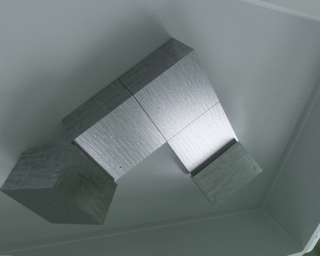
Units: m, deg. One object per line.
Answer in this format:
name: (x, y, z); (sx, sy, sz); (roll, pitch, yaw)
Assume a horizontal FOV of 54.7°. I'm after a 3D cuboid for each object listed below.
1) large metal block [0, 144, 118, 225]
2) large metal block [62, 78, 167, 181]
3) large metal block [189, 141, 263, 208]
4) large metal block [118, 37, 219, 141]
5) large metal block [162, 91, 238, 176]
large metal block: (-0.109, 0.066, 0.343); (0.080, 0.050, 0.080); (-8, 137, 29)
large metal block: (-0.052, 0.004, 0.364); (0.080, 0.050, 0.080); (-38, 129, -3)
large metal block: (0.092, 0.067, 0.454); (0.080, 0.050, 0.080); (-38, 173, -3)
large metal block: (0.012, -0.045, 0.368); (0.080, 0.050, 0.080); (-38, 129, -3)
large metal block: (0.048, 0.005, 0.419); (0.080, 0.050, 0.080); (-38, 129, -3)
